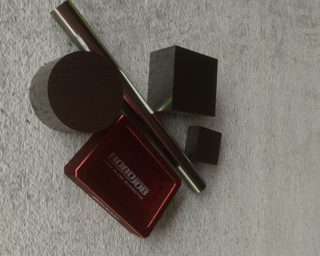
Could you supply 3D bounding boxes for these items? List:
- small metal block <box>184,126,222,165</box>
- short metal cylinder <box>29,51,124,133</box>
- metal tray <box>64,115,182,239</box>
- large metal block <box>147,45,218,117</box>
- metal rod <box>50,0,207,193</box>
[{"bbox_3d":[0.064,0.027,0.463,0.050,0.025,0.050,17,79,-39],"label":"small metal block"},{"bbox_3d":[-0.085,-0.035,0.320,0.081,0.050,0.079,0,90,-40],"label":"short metal cylinder"},{"bbox_3d":[-0.038,0.059,0.373,0.130,0.030,0.090,52,60,-28],"label":"metal tray"},{"bbox_3d":[0.031,-0.058,0.418,0.081,0.050,0.080,6,87,-40],"label":"large metal block"},{"bbox_3d":[-0.023,-0.020,0.388,0.025,0.025,0.300,-53,121,-27],"label":"metal rod"}]
